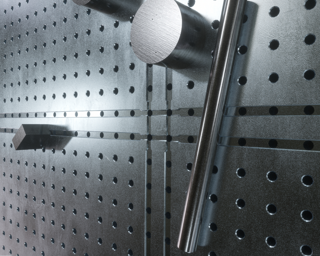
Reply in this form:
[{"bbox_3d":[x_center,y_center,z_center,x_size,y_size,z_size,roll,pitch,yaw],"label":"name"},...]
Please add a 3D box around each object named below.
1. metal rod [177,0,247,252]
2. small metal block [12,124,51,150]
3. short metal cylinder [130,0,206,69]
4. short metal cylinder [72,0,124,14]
[{"bbox_3d":[0.058,0.001,0.361,0.025,0.025,0.298,16,100,39],"label":"metal rod"},{"bbox_3d":[-0.248,0.017,0.598,0.050,0.050,0.025,-45,63,31],"label":"small metal block"},{"bbox_3d":[0.009,-0.116,0.385,0.080,0.050,0.080,0,90,40],"label":"short metal cylinder"},{"bbox_3d":[-0.094,-0.220,0.471,0.080,0.050,0.080,0,91,40],"label":"short metal cylinder"}]
